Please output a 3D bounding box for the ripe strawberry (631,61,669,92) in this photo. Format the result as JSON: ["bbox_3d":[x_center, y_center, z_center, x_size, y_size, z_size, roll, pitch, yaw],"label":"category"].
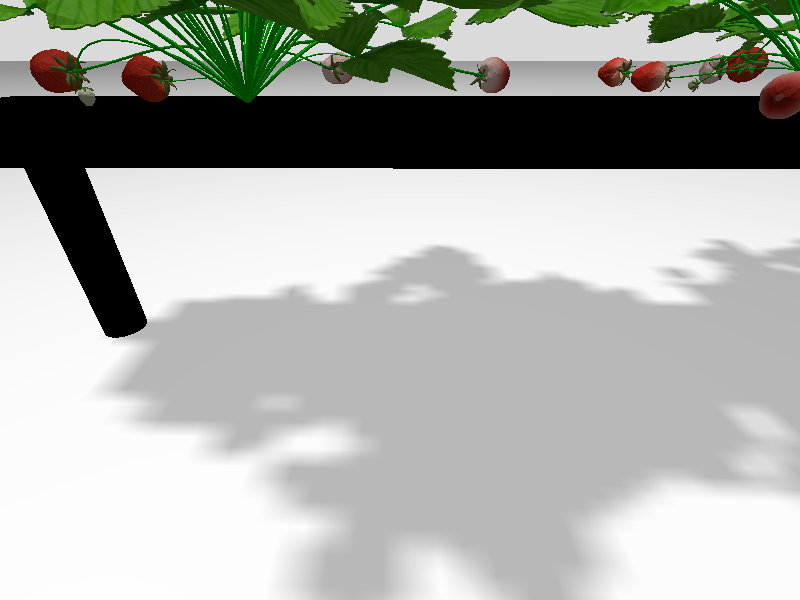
[{"bbox_3d":[0.234,-0.210,0.377,0.030,0.025,0.030,24,39,34],"label":"ripe strawberry"}]

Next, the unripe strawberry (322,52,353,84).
[{"bbox_3d":[-0.070,-0.268,0.462,0.037,0.032,0.037,8,32,13],"label":"unripe strawberry"}]

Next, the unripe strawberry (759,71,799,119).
[{"bbox_3d":[0.229,-0.121,0.239,0.027,0.026,0.025,-24,39,-32],"label":"unripe strawberry"}]

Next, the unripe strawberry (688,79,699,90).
[{"bbox_3d":[0.302,-0.222,0.413,0.009,0.010,0.010,-7,32,-11],"label":"unripe strawberry"}]

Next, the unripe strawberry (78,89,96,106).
[{"bbox_3d":[-0.233,-0.151,0.298,0.010,0.012,0.012,-5,32,-7],"label":"unripe strawberry"}]

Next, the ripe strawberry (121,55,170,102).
[{"bbox_3d":[-0.206,-0.177,0.322,0.034,0.033,0.032,5,32,10],"label":"ripe strawberry"}]

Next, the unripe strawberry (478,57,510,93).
[{"bbox_3d":[0.094,-0.221,0.393,0.032,0.031,0.030,-13,35,-21],"label":"unripe strawberry"}]

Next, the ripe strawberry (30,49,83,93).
[{"bbox_3d":[-0.317,-0.210,0.368,0.040,0.035,0.040,11,34,18],"label":"ripe strawberry"}]

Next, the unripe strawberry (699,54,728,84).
[{"bbox_3d":[0.366,-0.270,0.470,0.026,0.030,0.029,6,25,9],"label":"unripe strawberry"}]

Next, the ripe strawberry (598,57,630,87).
[{"bbox_3d":[0.232,-0.249,0.437,0.031,0.028,0.028,-19,36,-27],"label":"ripe strawberry"}]

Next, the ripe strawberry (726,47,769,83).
[{"bbox_3d":[0.414,-0.282,0.482,0.042,0.037,0.038,12,24,18],"label":"ripe strawberry"}]
